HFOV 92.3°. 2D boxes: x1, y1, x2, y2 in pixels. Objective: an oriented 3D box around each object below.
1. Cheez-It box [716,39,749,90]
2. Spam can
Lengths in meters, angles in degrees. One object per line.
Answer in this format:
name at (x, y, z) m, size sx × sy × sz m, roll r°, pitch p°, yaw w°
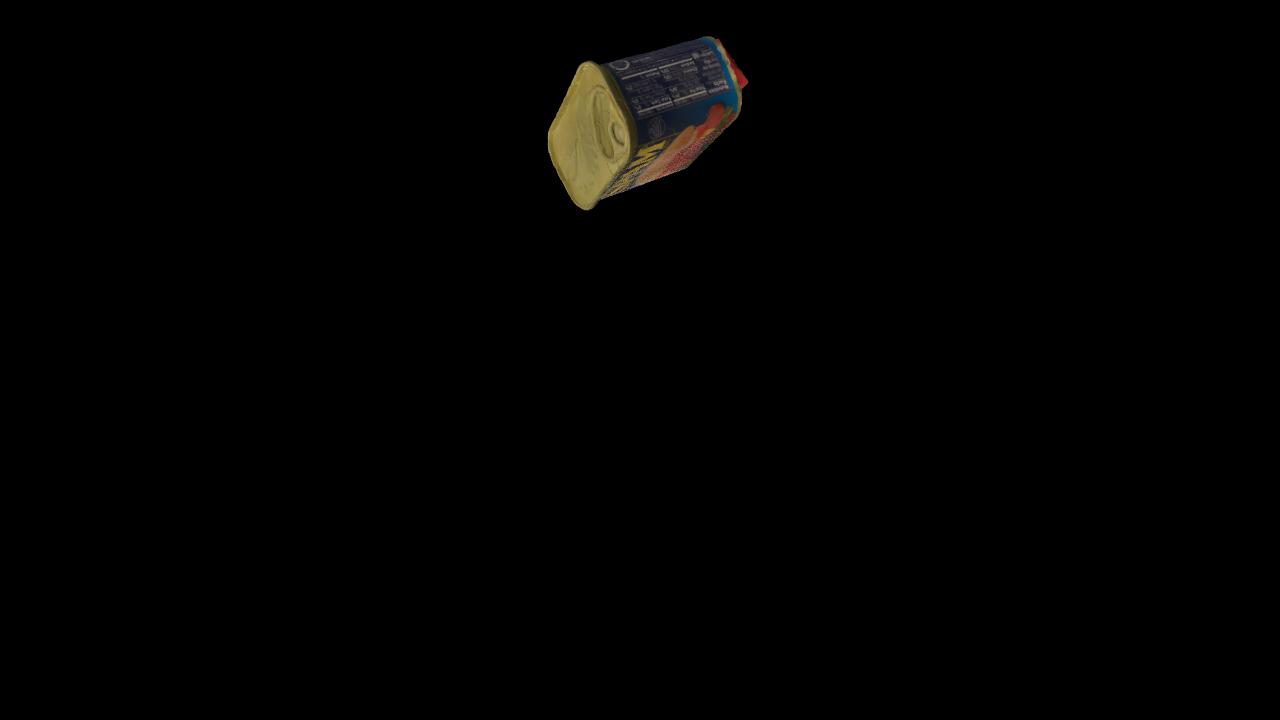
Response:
Cheez-It box at (0.016, -0.309, 0.797) m, size 0.071 × 0.166 × 0.223 m, roll 46°, pitch -4°, yaw -23°
Spam can at (0.001, -0.145, 0.379) m, size 0.085 × 0.058 × 0.101 m, roll -28°, pitch 2°, yaw -25°
